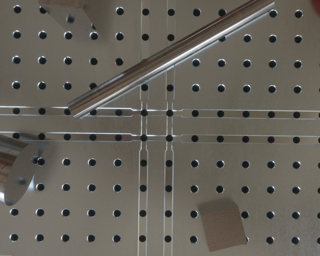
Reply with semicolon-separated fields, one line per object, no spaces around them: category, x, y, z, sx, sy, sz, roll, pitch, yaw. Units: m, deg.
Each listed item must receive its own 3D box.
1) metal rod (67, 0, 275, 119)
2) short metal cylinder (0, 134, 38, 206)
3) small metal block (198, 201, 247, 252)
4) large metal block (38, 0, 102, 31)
metal rod;0.014;-0.096;0.413;0.301;0.025;0.025;-29;90;0
short metal cylinder;-0.195;0.050;0.384;0.050;0.080;0.080;17;90;0
small metal block;0.083;0.131;0.414;0.050;0.025;0.050;-14;90;0
large metal block;-0.105;-0.175;0.385;0.050;0.080;0.080;8;90;0
